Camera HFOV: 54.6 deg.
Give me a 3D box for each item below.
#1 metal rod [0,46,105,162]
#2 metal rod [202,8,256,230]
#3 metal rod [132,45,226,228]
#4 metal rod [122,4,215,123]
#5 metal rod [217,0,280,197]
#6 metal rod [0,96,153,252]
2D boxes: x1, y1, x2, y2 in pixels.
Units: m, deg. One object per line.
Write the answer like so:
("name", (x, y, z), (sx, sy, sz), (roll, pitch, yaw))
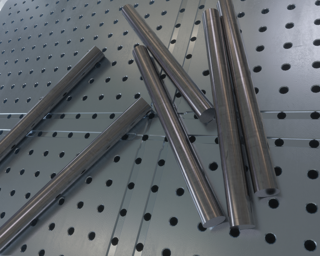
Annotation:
("metal rod", (-0.209, -0.028, 0.536), (0.300, 0.025, 0.025), (-47, 51, -5))
("metal rod", (0.077, -0.033, 0.378), (0.025, 0.025, 0.299), (-14, 59, 21))
("metal rod", (0.012, -0.013, 0.411), (0.025, 0.025, 0.300), (-29, 52, 10))
("metal rod", (0.001, -0.116, 0.480), (0.025, 0.025, 0.300), (-35, 51, 5))
("metal rod", (0.103, -0.061, 0.392), (0.025, 0.025, 0.300), (-15, 55, 20))
("metal rod", (-0.128, 0.067, 0.435), (0.300, 0.025, 0.025), (-43, 51, -2))
